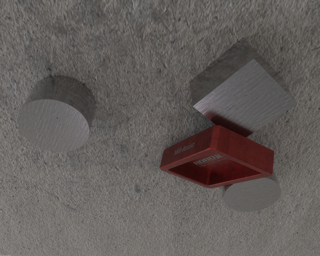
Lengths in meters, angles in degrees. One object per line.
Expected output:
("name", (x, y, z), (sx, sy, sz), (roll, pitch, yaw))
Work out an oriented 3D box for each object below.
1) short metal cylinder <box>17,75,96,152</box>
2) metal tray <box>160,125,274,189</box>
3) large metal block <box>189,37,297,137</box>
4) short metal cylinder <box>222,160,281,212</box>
("short metal cylinder", (-0.122, -0.017, 0.375), (0.081, 0.050, 0.079), (0, 130, 0))
("metal tray", (0.069, 0.043, 0.404), (0.090, 0.030, 0.129), (24, 153, -19))
("large metal block", (0.093, -0.041, 0.357), (0.080, 0.050, 0.080), (36, 121, -27))
("short metal cylinder", (0.131, 0.080, 0.460), (0.081, 0.050, 0.079), (0, 130, 0))
